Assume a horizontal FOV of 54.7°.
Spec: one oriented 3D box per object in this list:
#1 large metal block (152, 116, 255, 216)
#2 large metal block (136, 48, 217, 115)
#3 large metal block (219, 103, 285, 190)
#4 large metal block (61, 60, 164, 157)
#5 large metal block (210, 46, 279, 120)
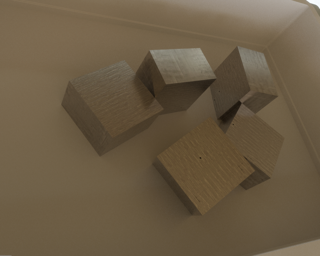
[{"bbox_3d":[0.049,0.047,0.370,0.080,0.050,0.080,-36,81,-16],"label":"large metal block"},{"bbox_3d":[0.013,-0.060,0.414,0.081,0.080,0.050,-12,68,-33],"label":"large metal block"},{"bbox_3d":[0.119,0.026,0.438,0.080,0.050,0.080,39,51,-2],"label":"large metal block"},{"bbox_3d":[-0.057,-0.025,0.374,0.081,0.050,0.080,-32,79,-38],"label":"large metal block"},{"bbox_3d":[0.123,-0.064,0.475,0.050,0.080,0.080,7,58,-25],"label":"large metal block"}]
